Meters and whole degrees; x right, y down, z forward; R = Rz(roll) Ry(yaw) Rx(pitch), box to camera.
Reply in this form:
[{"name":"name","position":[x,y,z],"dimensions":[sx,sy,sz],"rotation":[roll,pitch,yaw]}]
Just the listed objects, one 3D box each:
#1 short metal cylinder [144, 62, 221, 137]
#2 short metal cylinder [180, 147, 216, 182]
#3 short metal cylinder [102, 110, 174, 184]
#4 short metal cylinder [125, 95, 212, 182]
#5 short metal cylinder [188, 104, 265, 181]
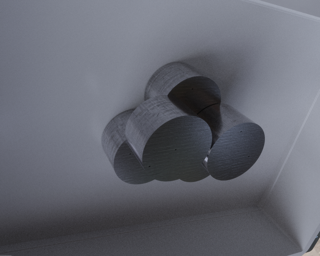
[{"name":"short metal cylinder","position":[0.027,-0.035,0.384],"dimensions":[0.081,0.050,0.079],"rotation":[-14,124,-21]},{"name":"short metal cylinder","position":[0.044,0.028,0.431],"dimensions":[0.081,0.050,0.079],"rotation":[-14,124,-21]},{"name":"short metal cylinder","position":[-0.027,0.024,0.390],"dimensions":[0.081,0.050,0.079],"rotation":[-14,124,-21]},{"name":"short metal cylinder","position":[0.009,0.011,0.337],"dimensions":[0.081,0.050,0.079],"rotation":[-14,124,-21]},{"name":"short metal cylinder","position":[0.079,0.017,0.378],"dimensions":[0.081,0.050,0.079],"rotation":[-14,124,-21]}]
